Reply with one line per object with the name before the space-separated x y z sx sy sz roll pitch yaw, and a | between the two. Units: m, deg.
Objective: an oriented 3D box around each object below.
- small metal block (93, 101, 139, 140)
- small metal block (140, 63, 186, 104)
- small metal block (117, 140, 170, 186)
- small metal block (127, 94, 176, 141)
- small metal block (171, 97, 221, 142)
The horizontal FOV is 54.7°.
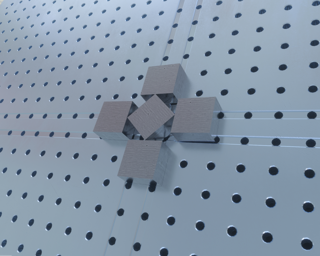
small metal block | -0.061 -0.011 0.445 0.050 0.025 0.050 2 62 28
small metal block | 0.005 -0.062 0.442 0.050 0.025 0.050 0 61 27
small metal block | -0.020 0.043 0.391 0.050 0.025 0.050 1 62 28
small metal block | -0.008 -0.010 0.417 0.050 0.025 0.050 -41 51 0
small metal block | 0.046 -0.010 0.389 0.050 0.025 0.050 0 62 27
